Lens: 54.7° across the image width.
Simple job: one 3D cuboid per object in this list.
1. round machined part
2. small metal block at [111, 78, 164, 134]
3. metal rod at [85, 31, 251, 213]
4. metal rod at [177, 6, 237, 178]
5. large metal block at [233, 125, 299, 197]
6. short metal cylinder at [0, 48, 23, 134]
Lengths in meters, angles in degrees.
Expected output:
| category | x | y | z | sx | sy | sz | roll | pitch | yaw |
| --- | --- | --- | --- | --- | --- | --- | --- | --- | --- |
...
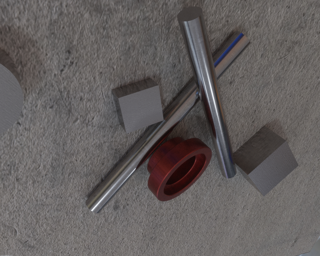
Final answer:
| category | x | y | z | sx | sy | sz | roll | pitch | yaw |
| --- | --- | --- | --- | --- | --- | --- | --- | --- | --- |
| round machined part | 0.022 | 0.051 | 0.428 | 0.099 | 0.042 | 0.097 | -32 | 147 | -23 |
| small metal block | -0.026 | -0.027 | 0.377 | 0.050 | 0.025 | 0.050 | -20 | 127 | -17 |
| metal rod | 0.007 | -0.004 | 0.409 | 0.299 | 0.025 | 0.025 | -48 | 129 | 6 |
| metal rod | 0.072 | -0.019 | 0.409 | 0.025 | 0.025 | 0.299 | -33 | 138 | -7 |
| large metal block | 0.177 | 0.057 | 0.525 | 0.080 | 0.050 | 0.080 | -42 | 130 | 0 |
| short metal cylinder | -0.168 | -0.035 | 0.277 | 0.081 | 0.050 | 0.079 | -14 | 125 | -21 |
